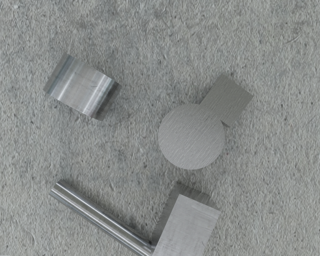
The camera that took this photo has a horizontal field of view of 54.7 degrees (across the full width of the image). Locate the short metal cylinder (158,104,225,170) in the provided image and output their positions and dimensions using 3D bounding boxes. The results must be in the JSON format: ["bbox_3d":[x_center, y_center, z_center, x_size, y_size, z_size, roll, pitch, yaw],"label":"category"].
[{"bbox_3d":[0.038,0.010,0.398,0.081,0.050,0.080,0,90,0],"label":"short metal cylinder"}]

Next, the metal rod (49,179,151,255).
[{"bbox_3d":[-0.014,0.163,0.409,0.301,0.025,0.025,35,90,0],"label":"metal rod"}]

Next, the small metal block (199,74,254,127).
[{"bbox_3d":[0.086,-0.035,0.411,0.050,0.025,0.050,36,90,0],"label":"small metal block"}]

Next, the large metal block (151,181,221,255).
[{"bbox_3d":[0.029,0.119,0.383,0.050,0.080,0.080,24,90,0],"label":"large metal block"}]

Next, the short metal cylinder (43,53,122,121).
[{"bbox_3d":[-0.094,-0.049,0.382,0.080,0.080,0.050,29,90,0],"label":"short metal cylinder"}]
